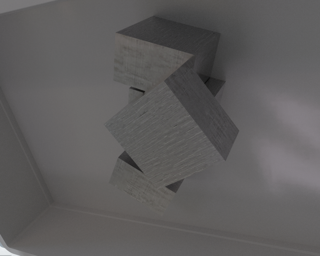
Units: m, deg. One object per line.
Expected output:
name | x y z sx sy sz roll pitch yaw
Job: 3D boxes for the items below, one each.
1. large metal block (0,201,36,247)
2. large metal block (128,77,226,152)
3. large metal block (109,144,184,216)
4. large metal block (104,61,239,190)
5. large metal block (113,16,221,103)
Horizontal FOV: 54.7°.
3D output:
large metal block | -0.349 0.220 0.715 0.080 0.050 0.080 -1 118 28
large metal block | 0.019 -0.026 0.347 0.080 0.080 0.050 19 126 17
large metal block | -0.007 0.054 0.410 0.080 0.080 0.050 31 128 8
large metal block | 0.011 0.000 0.283 0.080 0.050 0.080 -31 101 38
large metal block | 0.008 -0.075 0.323 0.080 0.080 0.050 20 126 16
